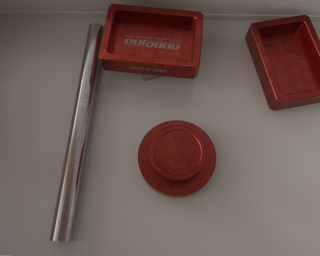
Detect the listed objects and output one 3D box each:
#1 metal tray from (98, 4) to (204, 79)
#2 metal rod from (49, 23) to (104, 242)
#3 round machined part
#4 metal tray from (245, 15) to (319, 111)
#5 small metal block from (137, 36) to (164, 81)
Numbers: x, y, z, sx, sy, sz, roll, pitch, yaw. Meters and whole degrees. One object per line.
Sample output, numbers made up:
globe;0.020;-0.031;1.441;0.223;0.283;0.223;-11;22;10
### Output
metal tray;-0.010;-0.119;0.423;0.131;0.030;0.090;6;70;1
metal rod;-0.105;-0.009;0.411;0.025;0.025;0.299;4;70;1
round machined part;0.022;0.035;0.388;0.099;0.042;0.098;0;70;-1
metal tray;0.186;-0.095;0.444;0.091;0.030;0.129;-10;70;-4
small metal block;-0.006;-0.101;0.446;0.050;0.025;0.050;-16;71;-6
